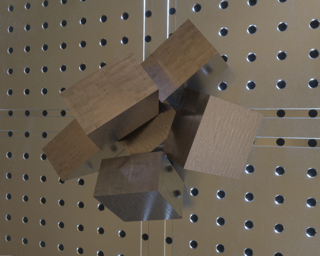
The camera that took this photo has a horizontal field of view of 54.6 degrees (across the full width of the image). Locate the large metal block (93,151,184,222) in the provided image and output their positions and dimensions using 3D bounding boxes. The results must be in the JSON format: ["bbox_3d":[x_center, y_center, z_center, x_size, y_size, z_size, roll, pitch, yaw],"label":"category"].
[{"bbox_3d":[-0.022,0.076,0.384,0.080,0.080,0.050,-9,51,20],"label":"large metal block"}]

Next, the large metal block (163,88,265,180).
[{"bbox_3d":[0.060,0.007,0.355,0.050,0.081,0.080,31,104,59],"label":"large metal block"}]

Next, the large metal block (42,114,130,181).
[{"bbox_3d":[-0.092,0.022,0.415,0.080,0.080,0.050,-40,78,15],"label":"large metal block"}]

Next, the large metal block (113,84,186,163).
[{"bbox_3d":[-0.015,-0.011,0.406,0.080,0.050,0.080,-41,77,15],"label":"large metal block"}]

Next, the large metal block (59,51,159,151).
[{"bbox_3d":[-0.049,-0.025,0.334,0.080,0.080,0.050,-34,78,-9],"label":"large metal block"}]

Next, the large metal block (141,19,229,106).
[{"bbox_3d":[0.030,-0.073,0.373,0.080,0.080,0.050,-41,78,15],"label":"large metal block"}]
